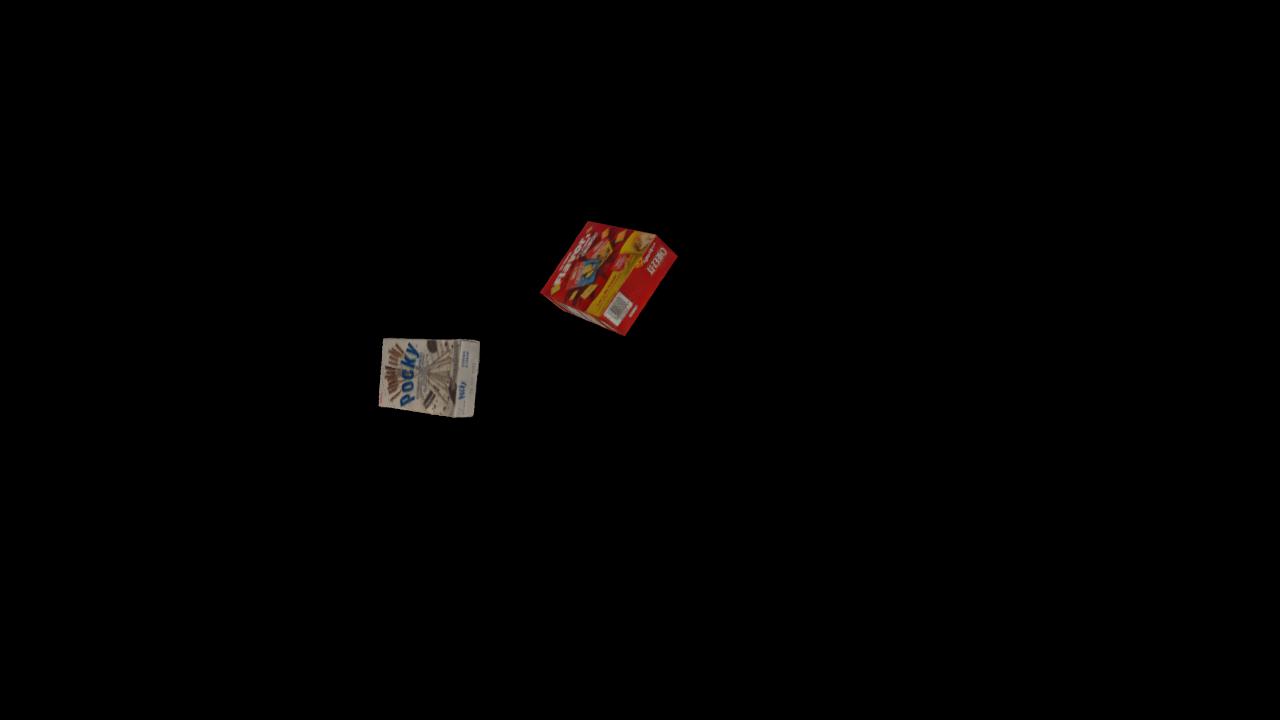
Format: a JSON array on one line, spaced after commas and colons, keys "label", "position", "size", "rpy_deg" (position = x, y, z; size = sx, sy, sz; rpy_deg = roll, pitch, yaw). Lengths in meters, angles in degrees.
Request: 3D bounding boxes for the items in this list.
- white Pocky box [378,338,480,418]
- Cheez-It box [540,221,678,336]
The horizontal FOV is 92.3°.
[{"label": "white Pocky box", "position": [-0.238, 0.017, 0.687], "size": [0.154, 0.084, 0.028], "rpy_deg": [2, -2, 38]}, {"label": "Cheez-It box", "position": [-0.062, -0.147, 1.067], "size": [0.071, 0.166, 0.223], "rpy_deg": [39, -9, -38]}]
